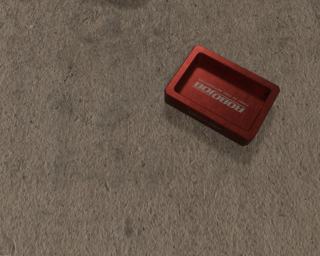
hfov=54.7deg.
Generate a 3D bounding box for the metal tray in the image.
[{"bbox_3d":[0.083,-0.046,0.423,0.130,0.030,0.090,30,73,10],"label":"metal tray"}]
